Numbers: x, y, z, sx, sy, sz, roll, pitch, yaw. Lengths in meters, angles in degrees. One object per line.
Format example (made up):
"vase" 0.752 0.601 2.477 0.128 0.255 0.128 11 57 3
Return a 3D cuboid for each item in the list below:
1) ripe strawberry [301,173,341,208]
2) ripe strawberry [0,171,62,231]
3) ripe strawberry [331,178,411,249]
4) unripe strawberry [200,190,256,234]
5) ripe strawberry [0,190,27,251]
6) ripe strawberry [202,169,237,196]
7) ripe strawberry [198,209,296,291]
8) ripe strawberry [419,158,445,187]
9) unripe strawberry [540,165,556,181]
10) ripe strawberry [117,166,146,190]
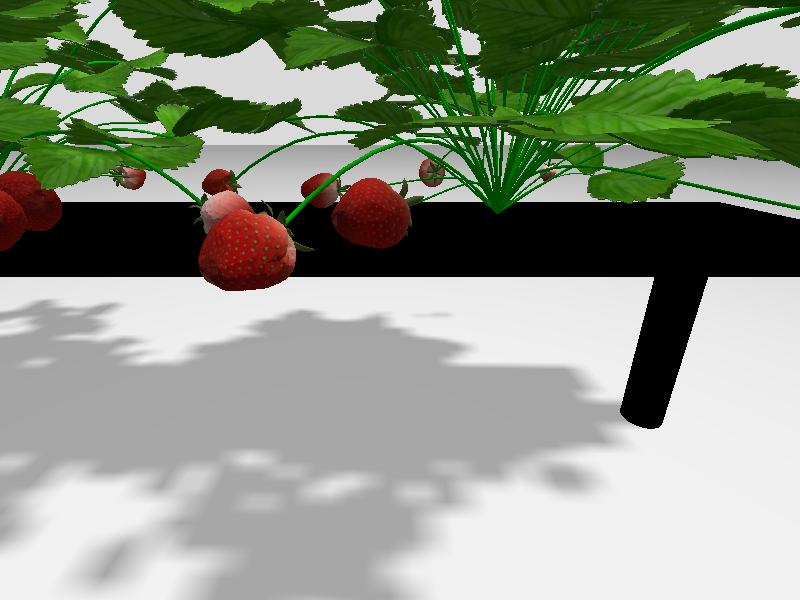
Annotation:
"ripe strawberry" -0.073 -0.100 0.366 0.035 0.030 0.035 3 23 9
"ripe strawberry" -0.254 -0.067 0.274 0.039 0.041 0.036 14 27 29
"ripe strawberry" -0.019 -0.050 0.233 0.046 0.039 0.046 19 30 38
"unripe strawberry" -0.105 -0.051 0.250 0.034 0.033 0.031 14 26 17
"ripe strawberry" -0.240 -0.046 0.231 0.040 0.039 0.037 21 30 39
"ripe strawberry" -0.184 -0.117 0.406 0.031 0.031 0.034 2 22 15
"ripe strawberry" -0.065 -0.018 0.166 0.039 0.035 0.035 17 46 35
"ripe strawberry" 0.040 -0.166 0.523 0.034 0.036 0.037 -5 14 -12
"unripe strawberry" 0.204 -0.175 0.554 0.022 0.022 0.019 11 25 25
"ripe strawberry" -0.335 -0.157 0.502 0.034 0.036 0.037 4 22 9
